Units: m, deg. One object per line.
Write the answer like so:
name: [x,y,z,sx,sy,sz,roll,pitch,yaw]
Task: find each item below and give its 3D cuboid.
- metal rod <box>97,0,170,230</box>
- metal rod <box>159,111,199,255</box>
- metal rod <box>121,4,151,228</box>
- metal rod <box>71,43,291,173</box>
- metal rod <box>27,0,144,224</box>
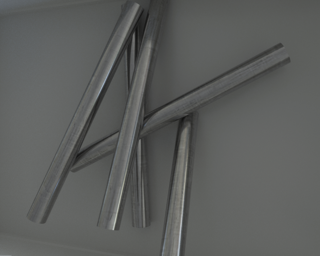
metal rod: [-0.028,-0.033,0.374,0.025,0.025,0.299,7,75,19]
metal rod: [0.015,0.109,0.323,0.025,0.025,0.300,-2,57,19]
metal rod: [-0.033,-0.018,0.421,0.025,0.025,0.298,-3,89,19]
metal rod: [0.009,-0.017,0.381,0.300,0.025,0.025,-27,81,15]
metal rod: [-0.094,-0.021,0.395,0.025,0.025,0.299,24,89,18]
